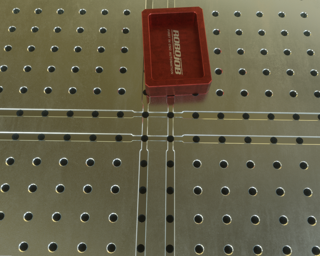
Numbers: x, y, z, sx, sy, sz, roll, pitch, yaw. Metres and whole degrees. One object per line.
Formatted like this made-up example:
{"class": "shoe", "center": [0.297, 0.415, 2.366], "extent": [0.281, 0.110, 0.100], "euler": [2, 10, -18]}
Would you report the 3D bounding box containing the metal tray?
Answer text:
{"class": "metal tray", "center": [0.022, -0.113, 0.450], "extent": [0.090, 0.030, 0.130], "euler": [-3, 70, -1]}
